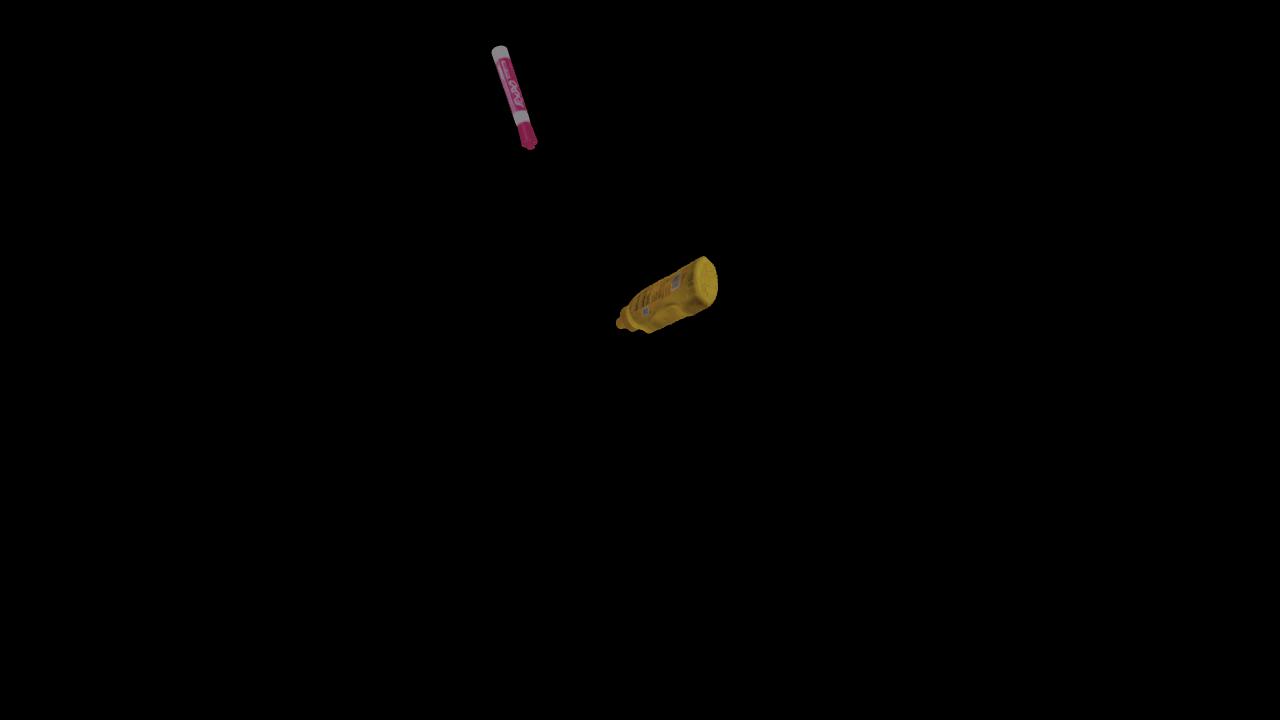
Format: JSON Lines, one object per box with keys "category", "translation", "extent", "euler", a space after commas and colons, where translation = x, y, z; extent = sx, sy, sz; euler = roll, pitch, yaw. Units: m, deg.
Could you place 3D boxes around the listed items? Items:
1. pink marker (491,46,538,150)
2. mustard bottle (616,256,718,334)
{"category": "pink marker", "translation": [-0.141, -0.296, 0.697], "extent": [0.020, 0.121, 0.020], "euler": [-19, -4, -1]}
{"category": "mustard bottle", "translation": [0.032, -0.087, 0.946], "extent": [0.184, 0.092, 0.054], "euler": [-24, -44, 37]}
